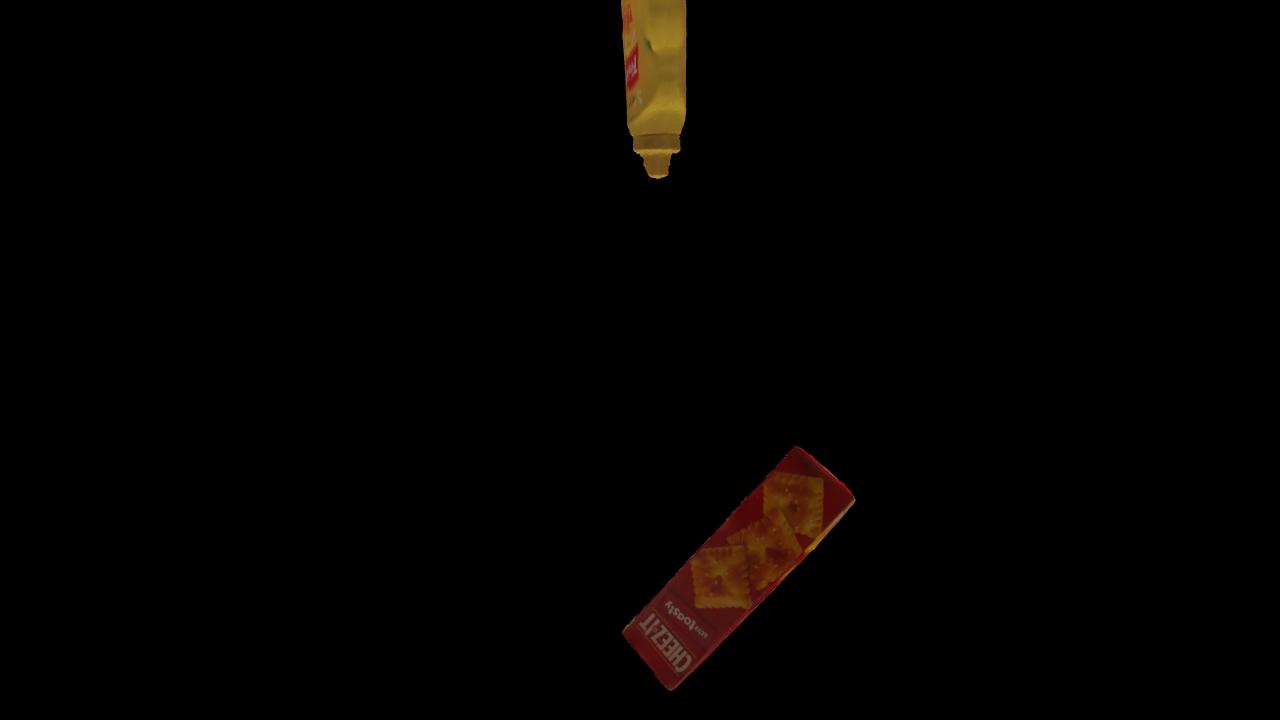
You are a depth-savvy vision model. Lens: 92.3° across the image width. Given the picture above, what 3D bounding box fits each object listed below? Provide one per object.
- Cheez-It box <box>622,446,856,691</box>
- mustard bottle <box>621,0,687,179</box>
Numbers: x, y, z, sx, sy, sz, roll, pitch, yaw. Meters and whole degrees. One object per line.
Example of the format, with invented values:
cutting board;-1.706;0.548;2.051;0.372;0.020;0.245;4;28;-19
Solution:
Cheez-It box;0.102;0.186;0.575;0.071;0.223;0.166;44;5;22
mustard bottle;0.013;-0.252;0.532;0.054;0.184;0.092;-8;16;-20
